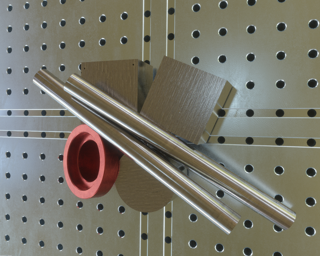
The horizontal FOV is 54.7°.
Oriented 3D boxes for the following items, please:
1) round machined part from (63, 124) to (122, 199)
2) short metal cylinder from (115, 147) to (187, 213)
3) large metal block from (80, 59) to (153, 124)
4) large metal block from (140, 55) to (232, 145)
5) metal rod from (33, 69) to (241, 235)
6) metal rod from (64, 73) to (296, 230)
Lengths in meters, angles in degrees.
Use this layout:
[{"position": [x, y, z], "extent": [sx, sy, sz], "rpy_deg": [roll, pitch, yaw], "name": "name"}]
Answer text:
[{"position": [-0.086, 0.044, 0.418], "extent": [0.098, 0.042, 0.097], "rpy_deg": [-4, 84, 43], "name": "round machined part"}, {"position": [-0.010, 0.062, 0.398], "extent": [0.080, 0.050, 0.079], "rpy_deg": [0, 90, 20], "name": "short metal cylinder"}, {"position": [-0.056, -0.045, 0.412], "extent": [0.080, 0.050, 0.079], "rpy_deg": [1, 90, 20], "name": "large metal block"}, {"position": [0.032, -0.033, 0.383], "extent": [0.080, 0.050, 0.080], "rpy_deg": [26, 98, 18], "name": "large metal block"}, {"position": [-0.038, 0.018, 0.367], "extent": [0.300, 0.025, 0.025], "rpy_deg": [36, 102, 15], "name": "metal rod"}, {"position": [0.021, 0.026, 0.361], "extent": [0.301, 0.025, 0.025], "rpy_deg": [32, 101, 2], "name": "metal rod"}]
